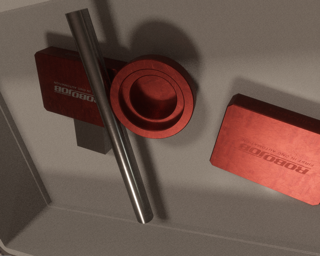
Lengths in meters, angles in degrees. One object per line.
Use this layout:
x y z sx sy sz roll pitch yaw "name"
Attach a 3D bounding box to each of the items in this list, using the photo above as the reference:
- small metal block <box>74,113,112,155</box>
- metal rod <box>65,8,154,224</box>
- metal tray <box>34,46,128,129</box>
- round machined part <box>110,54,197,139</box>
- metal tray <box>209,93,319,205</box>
-0.098 0.007 0.462 0.050 0.025 0.050 15 125 19 "small metal block"
-0.056 0.004 0.399 0.025 0.025 0.298 0 119 28 "metal rod"
-0.104 -0.054 0.425 0.130 0.030 0.089 15 125 19 "metal tray"
-0.005 -0.039 0.367 0.098 0.042 0.097 6 119 11 "round machined part"
0.131 0.024 0.351 0.130 0.030 0.089 21 126 15 "metal tray"
